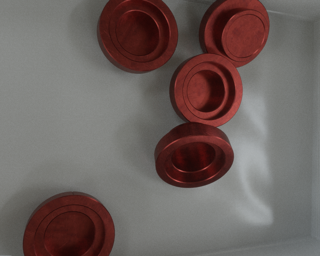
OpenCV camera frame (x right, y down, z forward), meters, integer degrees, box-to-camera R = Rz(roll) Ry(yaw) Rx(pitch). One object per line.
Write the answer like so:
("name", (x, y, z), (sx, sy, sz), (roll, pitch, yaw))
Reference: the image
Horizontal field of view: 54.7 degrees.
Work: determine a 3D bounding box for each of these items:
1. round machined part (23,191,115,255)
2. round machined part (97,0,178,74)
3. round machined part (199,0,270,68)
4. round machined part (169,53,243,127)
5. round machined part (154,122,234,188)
("round machined part", (-0.106, 0.123, 0.363), (0.099, 0.042, 0.097), (0, 90, -21))
("round machined part", (-0.030, -0.117, 0.391), (0.099, 0.042, 0.097), (0, 90, -21))
("round machined part", (0.106, -0.128, 0.422), (0.099, 0.042, 0.097), (-8, 119, -14))
("round machined part", (0.059, -0.050, 0.421), (0.099, 0.042, 0.097), (-2, 95, -18))
("round machined part", (0.041, 0.031, 0.400), (0.099, 0.042, 0.097), (-4, 131, -4))
